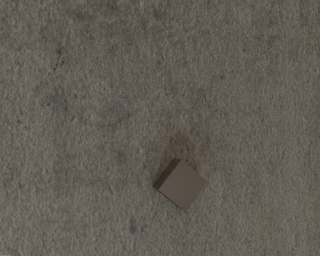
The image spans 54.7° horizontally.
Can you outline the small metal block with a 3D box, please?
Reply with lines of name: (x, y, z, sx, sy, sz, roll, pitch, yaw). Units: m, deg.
small metal block: (0.027, 0.076, 0.420, 0.050, 0.025, 0.050, 42, 76, -16)
